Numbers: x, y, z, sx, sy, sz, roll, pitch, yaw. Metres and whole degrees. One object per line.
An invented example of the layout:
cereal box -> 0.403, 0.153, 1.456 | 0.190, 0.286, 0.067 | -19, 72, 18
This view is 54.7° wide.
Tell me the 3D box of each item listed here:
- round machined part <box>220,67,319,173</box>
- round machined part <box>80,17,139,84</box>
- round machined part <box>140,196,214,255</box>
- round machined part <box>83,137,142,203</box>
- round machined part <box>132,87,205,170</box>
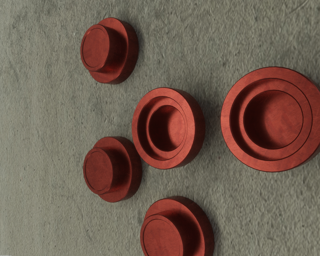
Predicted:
round machined part -> 0.112, -0.008, 0.301 | 0.098, 0.042, 0.097 | 0, 90, 40
round machined part -> -0.081, -0.115, 0.461 | 0.098, 0.042, 0.097 | 0, 90, 40
round machined part -> 0.014, 0.136, 0.383 | 0.098, 0.042, 0.097 | 0, 90, 40
round machined part -> -0.076, 0.061, 0.457 | 0.098, 0.042, 0.097 | 0, 90, 40
round machined part -> 0.014, 0.000, 0.382 | 0.098, 0.042, 0.097 | 0, 90, 40
